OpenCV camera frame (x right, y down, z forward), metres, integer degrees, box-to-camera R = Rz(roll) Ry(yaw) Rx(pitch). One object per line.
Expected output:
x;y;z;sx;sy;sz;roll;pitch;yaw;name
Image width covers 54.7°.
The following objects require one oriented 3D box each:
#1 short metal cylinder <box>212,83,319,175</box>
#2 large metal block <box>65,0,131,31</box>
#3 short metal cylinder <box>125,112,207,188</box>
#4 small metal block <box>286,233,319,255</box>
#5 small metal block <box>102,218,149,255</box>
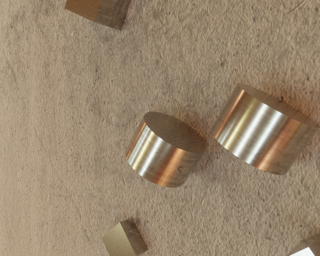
0.096;-0.001;0.289;0.080;0.081;0.050;40;114;32;short metal cylinder
-0.088;-0.200;0.459;0.080;0.050;0.079;34;111;34;large metal block
0.007;0.024;0.362;0.080;0.081;0.050;43;116;31;short metal cylinder
0.142;0.125;0.271;0.025;0.050;0.050;-44;64;31;small metal block
-0.051;0.166;0.445;0.050;0.025;0.050;-46;63;30;small metal block
